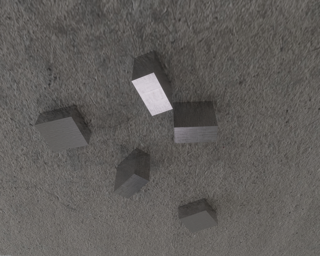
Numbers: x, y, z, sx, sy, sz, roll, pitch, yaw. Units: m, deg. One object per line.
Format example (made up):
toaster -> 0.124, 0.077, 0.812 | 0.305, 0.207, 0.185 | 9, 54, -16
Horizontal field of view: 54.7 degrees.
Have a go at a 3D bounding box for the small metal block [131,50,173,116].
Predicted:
small metal block -> -0.008, -0.051, 0.347 | 0.025, 0.050, 0.050 | -19, 128, 15

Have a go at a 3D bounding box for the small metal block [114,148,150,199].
small metal block -> -0.040, 0.065, 0.446 | 0.025, 0.050, 0.050 | 31, 123, -24

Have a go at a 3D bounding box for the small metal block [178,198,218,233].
small metal block -> 0.066, 0.153, 0.538 | 0.050, 0.025, 0.050 | -24, 126, 19

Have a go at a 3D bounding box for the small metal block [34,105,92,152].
small metal block -> -0.126, 0.001, 0.407 | 0.050, 0.025, 0.050 | -12, 129, 10

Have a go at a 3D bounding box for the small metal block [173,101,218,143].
small metal block -> 0.042, -0.008, 0.384 | 0.050, 0.050, 0.025 | -2, 130, 2
